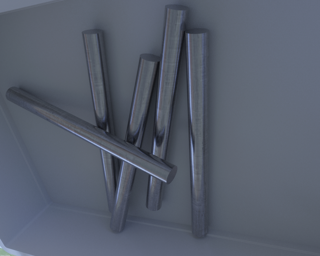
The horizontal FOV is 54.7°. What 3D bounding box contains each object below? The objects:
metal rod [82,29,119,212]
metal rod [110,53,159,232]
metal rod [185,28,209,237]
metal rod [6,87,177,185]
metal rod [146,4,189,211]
[{"bbox_3d":[-0.079,0.010,0.454,0.025,0.025,0.298,12,124,21],"label":"metal rod"},{"bbox_3d":[-0.041,0.041,0.440,0.025,0.025,0.298,23,123,14],"label":"metal rod"},{"bbox_3d":[0.050,0.027,0.398,0.025,0.025,0.298,9,123,23],"label":"metal rod"},{"bbox_3d":[-0.111,0.001,0.436,0.300,0.025,0.025,24,128,24],"label":"metal rod"},{"bbox_3d":[0.004,-0.002,0.403,0.025,0.025,0.298,18,126,17],"label":"metal rod"}]
